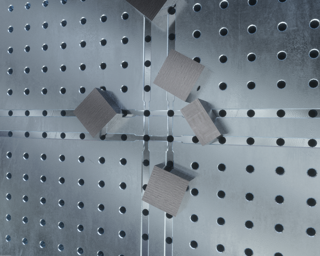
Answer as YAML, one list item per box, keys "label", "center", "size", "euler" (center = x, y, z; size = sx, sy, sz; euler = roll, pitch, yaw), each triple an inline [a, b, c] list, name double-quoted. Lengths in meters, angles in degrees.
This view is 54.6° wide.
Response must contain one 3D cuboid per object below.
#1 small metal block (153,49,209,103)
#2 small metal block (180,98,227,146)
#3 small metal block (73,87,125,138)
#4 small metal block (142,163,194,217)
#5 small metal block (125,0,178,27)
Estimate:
- label: "small metal block"
  center: [0.027, -0.067, 0.403]
  size: [0.050, 0.025, 0.050]
  euler: [32, 100, 17]
- label: "small metal block"
  center: [0.055, -0.007, 0.380]
  size: [0.025, 0.050, 0.050]
  euler: [-34, 79, 17]
- label: "small metal block"
  center: [-0.088, -0.021, 0.444]
  size: [0.050, 0.025, 0.050]
  euler: [-44, 76, 14]
- label: "small metal block"
  center: [0.011, 0.081, 0.409]
  size: [0.050, 0.025, 0.050]
  euler: [23, 97, 18]
- label: "small metal block"
  center: [-0.009, -0.174, 0.416]
  size: [0.050, 0.025, 0.050]
  euler: [42, 103, 15]
